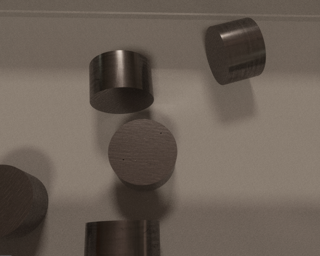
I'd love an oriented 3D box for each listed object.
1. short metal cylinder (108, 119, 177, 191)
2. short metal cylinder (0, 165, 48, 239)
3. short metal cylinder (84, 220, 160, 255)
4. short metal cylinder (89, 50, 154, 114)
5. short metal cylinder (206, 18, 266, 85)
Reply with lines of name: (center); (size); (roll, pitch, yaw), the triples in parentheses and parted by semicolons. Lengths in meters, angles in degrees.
short metal cylinder: (-0.020, 0.035, 0.383); (0.081, 0.050, 0.080); (0, 70, 0)
short metal cylinder: (-0.180, 0.087, 0.362); (0.081, 0.050, 0.080); (0, 70, 0)
short metal cylinder: (-0.040, 0.128, 0.333); (0.081, 0.080, 0.050); (-2, 70, -1)
short metal cylinder: (-0.050, -0.056, 0.400); (0.081, 0.080, 0.050); (-5, 70, -2)
short metal cylinder: (0.100, -0.103, 0.419); (0.050, 0.080, 0.080); (-16, 71, -6)
